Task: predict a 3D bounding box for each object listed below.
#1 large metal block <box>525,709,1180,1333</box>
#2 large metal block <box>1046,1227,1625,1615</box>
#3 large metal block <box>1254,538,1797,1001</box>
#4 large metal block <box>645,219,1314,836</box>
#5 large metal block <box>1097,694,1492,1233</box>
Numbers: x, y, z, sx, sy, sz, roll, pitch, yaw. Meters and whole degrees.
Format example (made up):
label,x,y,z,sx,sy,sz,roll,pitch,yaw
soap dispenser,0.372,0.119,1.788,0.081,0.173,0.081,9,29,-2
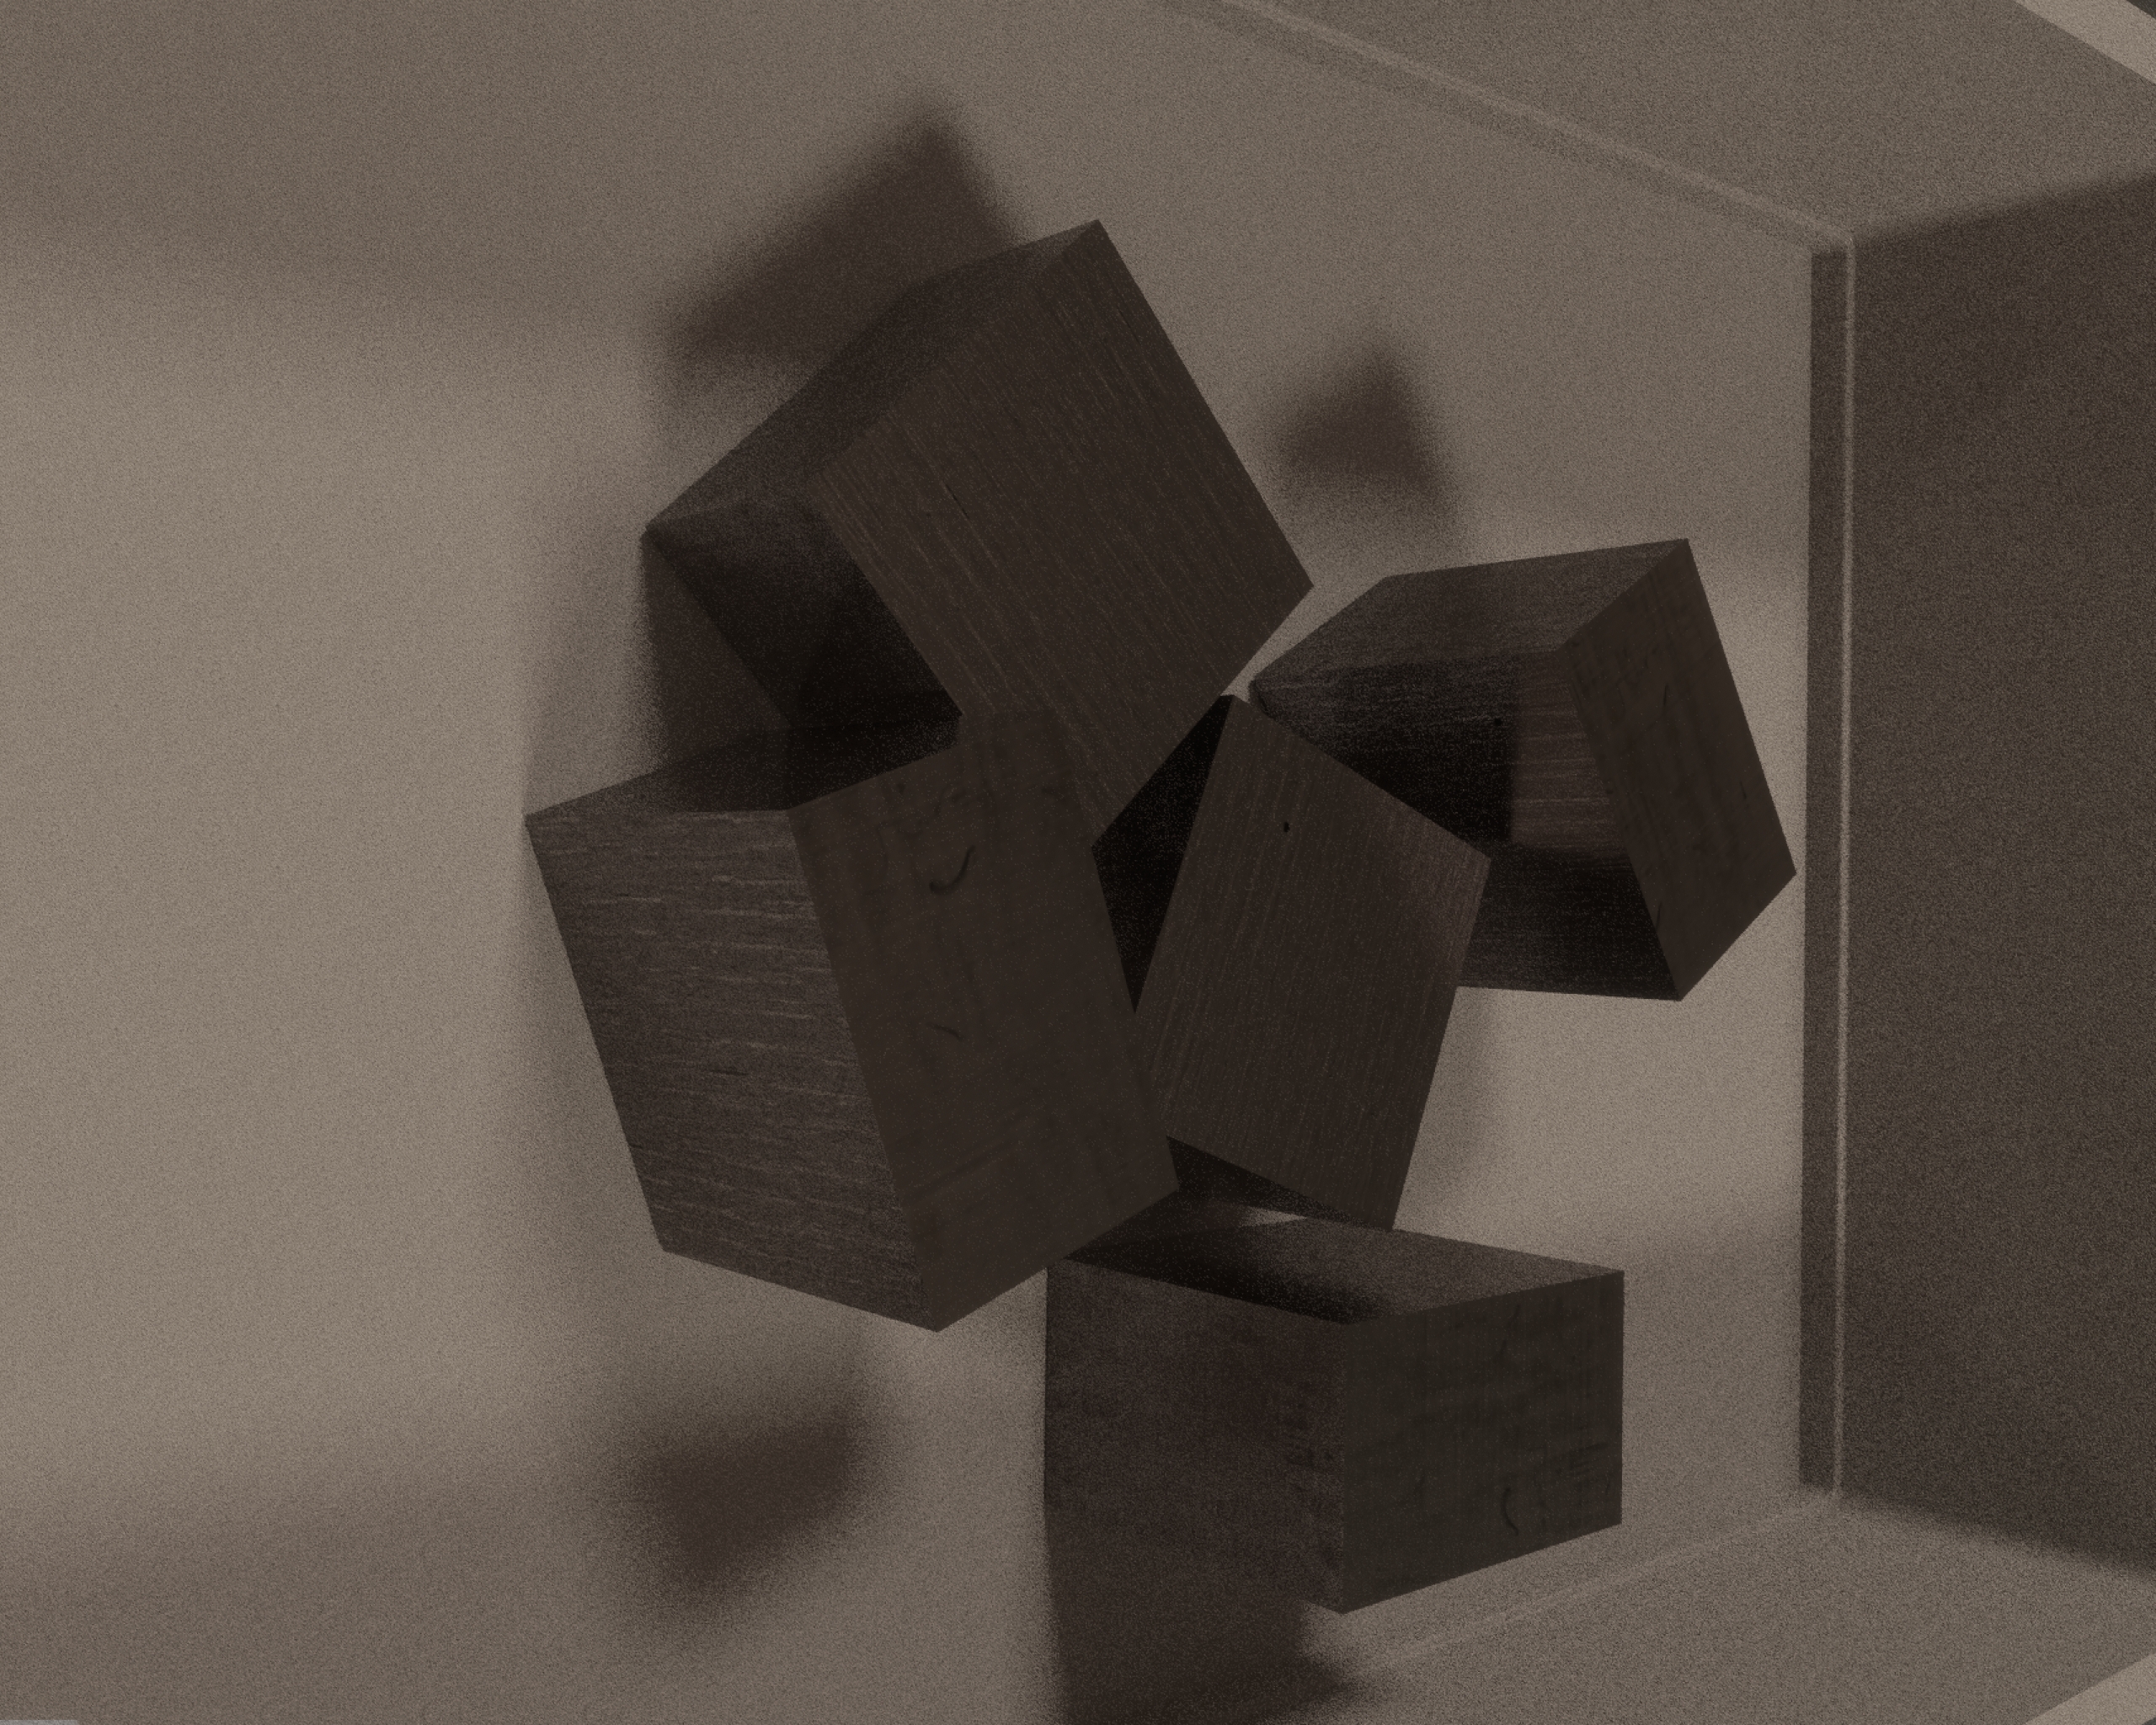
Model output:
label,x,y,z,sx,sy,sz,roll,pitch,yaw
large metal block,-0.038,0.022,0.339,0.050,0.080,0.080,-24,106,-38
large metal block,0.051,0.105,0.415,0.081,0.080,0.050,1,90,-40
large metal block,0.097,-0.019,0.452,0.050,0.080,0.080,-38,114,-34
large metal block,-0.015,-0.055,0.377,0.080,0.050,0.080,-50,120,-29
large metal block,0.029,0.021,0.415,0.080,0.050,0.080,28,72,-37
